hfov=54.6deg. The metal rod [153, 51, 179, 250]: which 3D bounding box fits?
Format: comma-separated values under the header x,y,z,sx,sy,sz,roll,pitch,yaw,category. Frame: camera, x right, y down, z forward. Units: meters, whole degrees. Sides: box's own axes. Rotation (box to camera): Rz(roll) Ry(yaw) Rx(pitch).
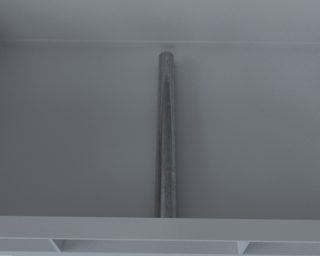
x,y,z,sx,sy,sz,roll,pitch,yaw,category
0.008,0.002,0.403,0.025,0.025,0.300,1,50,1,metal rod
